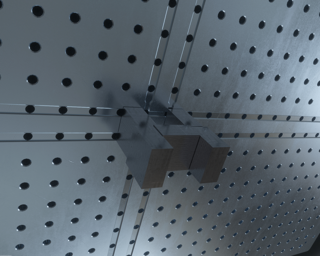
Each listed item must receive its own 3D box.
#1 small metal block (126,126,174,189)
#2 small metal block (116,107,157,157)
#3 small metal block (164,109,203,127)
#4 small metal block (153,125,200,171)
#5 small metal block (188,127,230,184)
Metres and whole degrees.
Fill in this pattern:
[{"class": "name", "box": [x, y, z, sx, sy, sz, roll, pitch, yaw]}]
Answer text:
[{"class": "small metal block", "box": [-0.013, 0.031, 0.342, 0.025, 0.050, 0.050, 1, 118, -29]}, {"class": "small metal block", "box": [-0.030, 0.008, 0.384, 0.025, 0.050, 0.050, 1, 118, -29]}, {"class": "small metal block", "box": [0.027, 0.008, 0.416, 0.025, 0.050, 0.050, -1, 119, -29]}, {"class": "small metal block", "box": [0.014, 0.024, 0.371, 0.050, 0.025, 0.050, 1, 118, -29]}, {"class": "small metal block", "box": [0.053, 0.032, 0.379, 0.025, 0.050, 0.050, 1, 118, -29]}]
